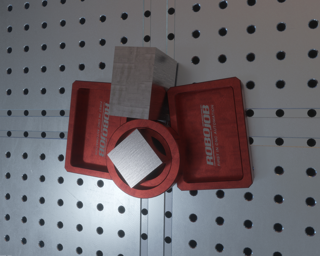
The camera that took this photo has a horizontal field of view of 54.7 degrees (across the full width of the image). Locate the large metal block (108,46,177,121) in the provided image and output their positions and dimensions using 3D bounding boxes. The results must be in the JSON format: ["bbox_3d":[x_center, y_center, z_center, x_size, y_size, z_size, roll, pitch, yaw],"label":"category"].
[{"bbox_3d":[-0.018,-0.052,0.386,0.050,0.080,0.079,7,92,20],"label":"large metal block"}]

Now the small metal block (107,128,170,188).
[{"bbox_3d":[-0.026,0.036,0.373,0.050,0.025,0.050,-41,77,15],"label":"small metal block"}]

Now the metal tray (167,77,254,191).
[{"bbox_3d":[0.062,0.009,0.384,0.090,0.030,0.129,-7,88,19],"label":"metal tray"}]

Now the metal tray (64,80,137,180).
[{"bbox_3d":[-0.082,0.002,0.434,0.090,0.030,0.129,7,92,19],"label":"metal tray"}]

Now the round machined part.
[{"bbox_3d":[-0.015,0.037,0.395,0.098,0.042,0.097,0,90,19],"label":"round machined part"}]
